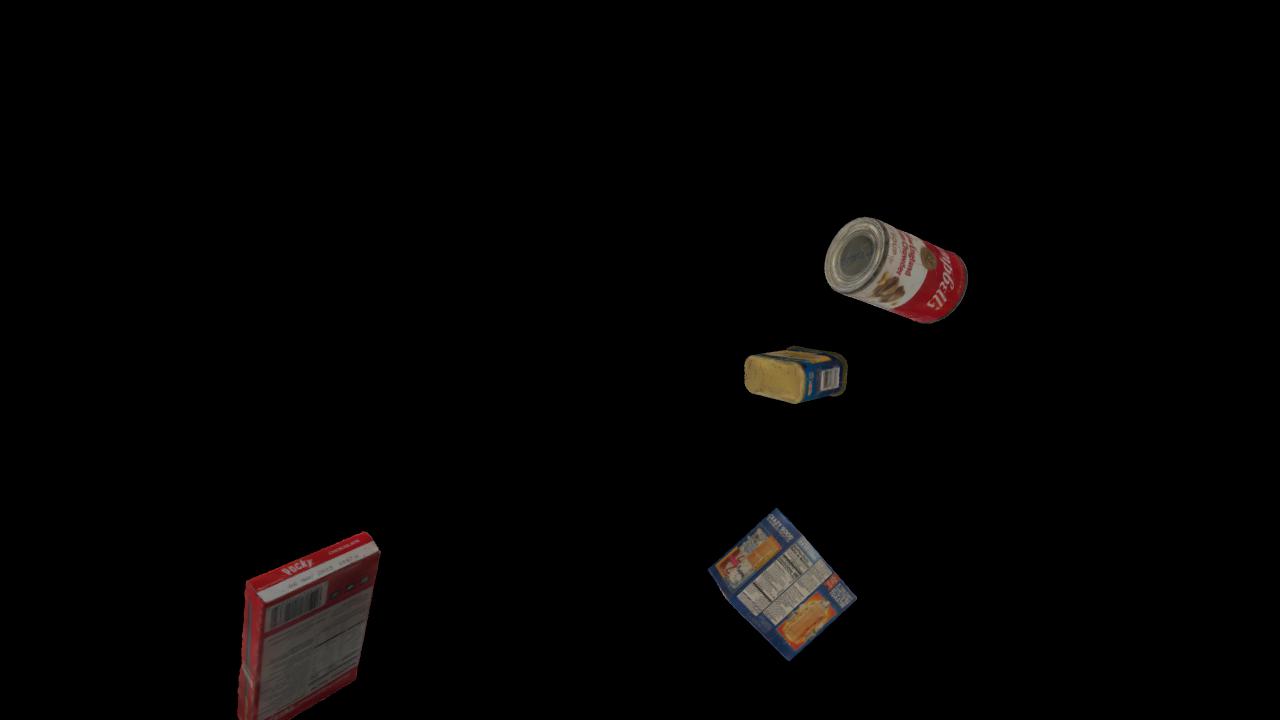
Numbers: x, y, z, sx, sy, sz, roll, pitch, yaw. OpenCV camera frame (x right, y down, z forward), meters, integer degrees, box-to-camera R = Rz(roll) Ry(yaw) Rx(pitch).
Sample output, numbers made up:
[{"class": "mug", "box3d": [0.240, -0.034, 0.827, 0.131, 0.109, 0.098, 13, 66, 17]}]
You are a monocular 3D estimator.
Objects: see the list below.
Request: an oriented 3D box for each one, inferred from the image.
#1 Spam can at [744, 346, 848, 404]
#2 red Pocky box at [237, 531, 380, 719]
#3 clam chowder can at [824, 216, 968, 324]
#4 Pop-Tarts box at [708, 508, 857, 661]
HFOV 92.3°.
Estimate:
[{"class": "Spam can", "box3d": [0.198, 0.018, 0.790, 0.085, 0.058, 0.101, -8, 13, -37]}, {"class": "red Pocky box", "box3d": [-0.243, 0.202, 0.450, 0.028, 0.155, 0.083, 35, 29, 26]}, {"class": "clam chowder can", "box3d": [0.218, -0.076, 0.528, 0.102, 0.068, 0.068, 14, -6, -26]}, {"class": "Pop-Tarts box", "box3d": [0.211, 0.332, 0.911, 0.141, 0.167, 0.083, -42, 23, -1]}]
